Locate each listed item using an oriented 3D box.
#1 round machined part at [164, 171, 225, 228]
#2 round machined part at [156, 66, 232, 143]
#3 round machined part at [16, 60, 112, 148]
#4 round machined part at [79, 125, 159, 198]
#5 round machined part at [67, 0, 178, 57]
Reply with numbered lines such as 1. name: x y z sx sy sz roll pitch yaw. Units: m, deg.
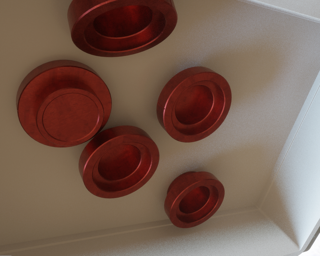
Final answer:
1. round machined part: 0.051 0.109 0.495 0.099 0.042 0.097 -14 125 -21
2. round machined part: 0.040 -0.033 0.401 0.099 0.042 0.097 -14 125 -21
3. round machined part: -0.099 -0.020 0.332 0.099 0.042 0.097 -14 124 -21
4. round machined part: -0.054 0.038 0.391 0.099 0.042 0.097 -16 128 -21
5. round machined part: -0.036 -0.109 0.290 0.099 0.042 0.098 -14 168 -3
